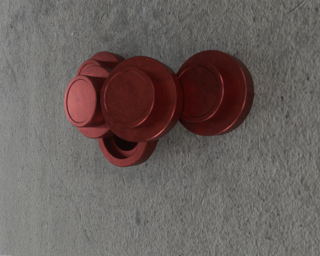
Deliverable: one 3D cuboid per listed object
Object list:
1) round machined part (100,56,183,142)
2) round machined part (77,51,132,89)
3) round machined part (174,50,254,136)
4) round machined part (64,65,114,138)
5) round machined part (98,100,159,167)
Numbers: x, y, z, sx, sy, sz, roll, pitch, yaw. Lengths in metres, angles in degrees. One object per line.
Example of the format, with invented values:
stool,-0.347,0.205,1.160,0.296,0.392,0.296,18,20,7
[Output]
round machined part,-0.027,-0.033,0.348,0.098,0.042,0.097,-1,88,26
round machined part,-0.090,-0.067,0.467,0.098,0.042,0.097,0,90,39
round machined part,0.051,-0.040,0.351,0.098,0.042,0.097,0,90,39
round machined part,-0.090,-0.035,0.412,0.098,0.042,0.097,0,90,39
round machined part,-0.039,0.003,0.425,0.098,0.042,0.097,0,90,39
